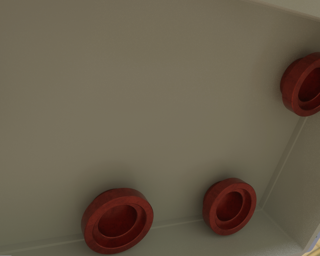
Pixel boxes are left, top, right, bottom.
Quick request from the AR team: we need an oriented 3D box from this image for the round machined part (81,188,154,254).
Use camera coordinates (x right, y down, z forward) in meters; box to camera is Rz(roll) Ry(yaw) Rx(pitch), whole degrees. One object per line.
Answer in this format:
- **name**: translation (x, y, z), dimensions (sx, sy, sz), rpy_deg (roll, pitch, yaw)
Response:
- **round machined part**: translation (-0.062, 0.125, 0.438), dimensions (0.099, 0.042, 0.097), rpy_deg (-12, 119, -22)

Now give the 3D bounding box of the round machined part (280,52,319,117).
- **round machined part**: translation (0.227, -0.070, 0.478), dimensions (0.099, 0.042, 0.097), rpy_deg (-14, 124, -21)

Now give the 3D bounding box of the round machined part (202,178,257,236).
- **round machined part**: translation (0.113, 0.130, 0.531), dimensions (0.099, 0.042, 0.097), rpy_deg (-9, 110, -25)
